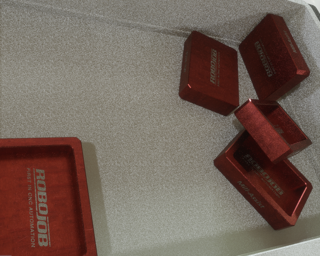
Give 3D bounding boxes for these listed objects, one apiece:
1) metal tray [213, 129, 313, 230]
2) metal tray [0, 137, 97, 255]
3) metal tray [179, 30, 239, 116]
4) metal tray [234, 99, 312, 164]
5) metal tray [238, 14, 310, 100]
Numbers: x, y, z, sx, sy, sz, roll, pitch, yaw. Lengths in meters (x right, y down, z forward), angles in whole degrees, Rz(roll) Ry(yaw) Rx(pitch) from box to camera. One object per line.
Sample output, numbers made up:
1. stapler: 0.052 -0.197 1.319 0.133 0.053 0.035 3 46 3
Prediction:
1. metal tray: 0.150 0.067 0.444 0.130 0.030 0.091 47 51 5
2. metal tray: -0.116 0.073 0.295 0.091 0.030 0.130 0 62 -29
3. metal tray: 0.082 -0.091 0.504 0.091 0.030 0.130 20 54 -17
4. metal tray: 0.172 0.001 0.462 0.131 0.030 0.090 -4 55 -53
5. metal tray: 0.196 -0.122 0.546 0.030 0.090 0.130 2 61 -28
